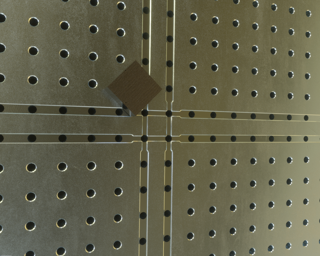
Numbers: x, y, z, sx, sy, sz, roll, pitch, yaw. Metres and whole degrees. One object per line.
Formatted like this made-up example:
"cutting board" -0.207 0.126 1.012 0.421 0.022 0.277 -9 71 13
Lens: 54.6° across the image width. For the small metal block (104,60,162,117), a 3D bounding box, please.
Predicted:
"small metal block" -0.035 -0.050 0.400 0.050 0.025 0.050 47 76 -14
